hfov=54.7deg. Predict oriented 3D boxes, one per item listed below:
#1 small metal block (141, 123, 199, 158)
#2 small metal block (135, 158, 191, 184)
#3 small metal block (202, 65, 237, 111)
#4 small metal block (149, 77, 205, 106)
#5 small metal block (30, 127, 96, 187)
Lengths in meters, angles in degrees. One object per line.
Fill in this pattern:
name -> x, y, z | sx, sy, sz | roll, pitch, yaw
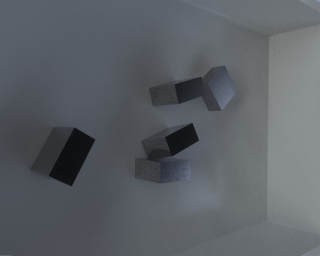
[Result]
small metal block -> 0.013, 0.017, 0.401 | 0.050, 0.050, 0.025 | -26, 99, -37
small metal block -> 0.003, 0.053, 0.395 | 0.050, 0.050, 0.025 | 2, 90, -40
small metal block -> 0.089, -0.062, 0.484 | 0.050, 0.025, 0.050 | -47, 118, -30
small metal block -> 0.022, -0.048, 0.411 | 0.050, 0.050, 0.025 | -21, 104, -38
small metal block -> -0.098, 0.027, 0.310 | 0.025, 0.050, 0.050 | 37, 67, -35
